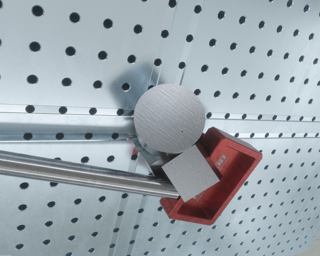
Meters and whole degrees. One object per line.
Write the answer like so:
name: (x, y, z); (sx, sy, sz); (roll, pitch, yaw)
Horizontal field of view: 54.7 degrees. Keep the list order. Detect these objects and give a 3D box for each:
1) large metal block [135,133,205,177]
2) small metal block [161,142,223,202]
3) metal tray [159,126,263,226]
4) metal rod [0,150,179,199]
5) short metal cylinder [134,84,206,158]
large metal block: (0.023, 0.043, 0.434); (0.080, 0.050, 0.080); (-31, 129, -9)
small metal block: (0.039, 0.053, 0.373); (0.050, 0.050, 0.025); (-36, 172, 17)
metal tray: (0.070, 0.070, 0.423); (0.091, 0.030, 0.129); (23, 106, -37)
metal rod: (-0.116, 0.047, 0.340); (0.302, 0.025, 0.025); (13, 112, -22)
short metal cylinder: (0.010, -0.007, 0.370); (0.080, 0.080, 0.050); (-31, 171, -9)
